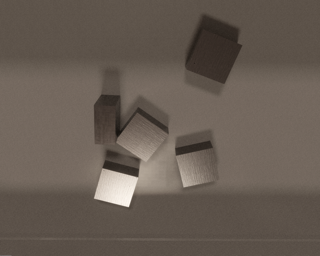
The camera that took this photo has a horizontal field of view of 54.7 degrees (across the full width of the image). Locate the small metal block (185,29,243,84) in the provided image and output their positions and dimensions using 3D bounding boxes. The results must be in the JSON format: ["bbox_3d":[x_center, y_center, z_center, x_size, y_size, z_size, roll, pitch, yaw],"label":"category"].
[{"bbox_3d":[0.064,-0.088,0.380,0.050,0.025,0.050,20,109,-8],"label":"small metal block"}]

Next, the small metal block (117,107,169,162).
[{"bbox_3d":[-0.024,0.009,0.414,0.050,0.025,0.050,35,106,-13],"label":"small metal block"}]

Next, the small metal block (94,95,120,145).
[{"bbox_3d":[-0.066,-0.012,0.393,0.025,0.050,0.050,3,110,-1],"label":"small metal block"}]

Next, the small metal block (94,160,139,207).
[{"bbox_3d":[-0.061,0.079,0.440,0.050,0.025,0.050,16,109,-6],"label":"small metal block"}]

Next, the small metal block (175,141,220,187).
[{"bbox_3d":[0.051,0.050,0.431,0.050,0.025,0.050,-13,110,4],"label":"small metal block"}]
